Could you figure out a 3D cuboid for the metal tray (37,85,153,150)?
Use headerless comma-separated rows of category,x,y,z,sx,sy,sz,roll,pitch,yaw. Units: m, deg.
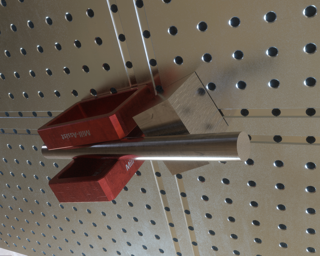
metal tray,-0.081,-0.014,0.401,0.130,0.090,0.030,-9,115,31

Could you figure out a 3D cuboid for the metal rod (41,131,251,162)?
metal rod,-0.045,0.024,0.351,0.300,0.025,0.025,-4,117,40

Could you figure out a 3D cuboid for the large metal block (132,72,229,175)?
large metal block,0.027,-0.006,0.355,0.050,0.080,0.080,-25,105,36

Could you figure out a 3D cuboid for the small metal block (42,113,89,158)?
small metal block,-0.143,0.011,0.475,0.025,0.050,0.050,-8,114,31

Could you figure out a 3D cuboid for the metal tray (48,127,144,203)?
metal tray,-0.068,0.042,0.403,0.090,0.131,0.030,-10,114,32
